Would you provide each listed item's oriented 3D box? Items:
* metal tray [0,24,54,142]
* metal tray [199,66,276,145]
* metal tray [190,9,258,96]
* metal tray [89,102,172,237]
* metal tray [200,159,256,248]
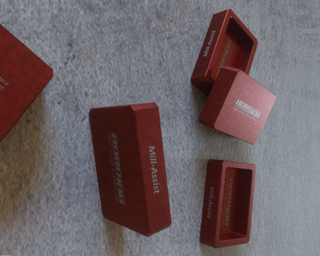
[{"bbox_3d":[-0.170,-0.056,0.259,0.130,0.030,0.090,44,63,-31],"label":"metal tray"},{"bbox_3d":[0.124,-0.031,0.482,0.131,0.030,0.090,19,97,-45],"label":"metal tray"},{"bbox_3d":[0.106,-0.108,0.492,0.090,0.030,0.130,32,70,-36],"label":"metal tray"},{"bbox_3d":[-0.035,0.040,0.334,0.030,0.090,0.129,-11,97,-40],"label":"metal tray"},{"bbox_3d":[0.111,0.119,0.497,0.091,0.030,0.129,11,83,-40],"label":"metal tray"}]
